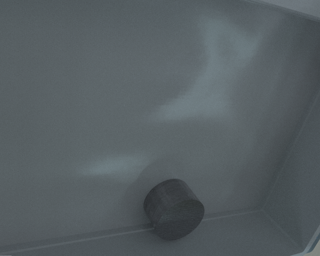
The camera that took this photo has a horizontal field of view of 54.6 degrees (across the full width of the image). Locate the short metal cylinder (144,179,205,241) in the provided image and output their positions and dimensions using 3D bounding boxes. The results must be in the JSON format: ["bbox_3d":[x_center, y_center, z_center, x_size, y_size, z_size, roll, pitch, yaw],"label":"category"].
[{"bbox_3d":[0.021,0.126,0.481,0.081,0.050,0.080,-14,124,-21],"label":"short metal cylinder"}]
